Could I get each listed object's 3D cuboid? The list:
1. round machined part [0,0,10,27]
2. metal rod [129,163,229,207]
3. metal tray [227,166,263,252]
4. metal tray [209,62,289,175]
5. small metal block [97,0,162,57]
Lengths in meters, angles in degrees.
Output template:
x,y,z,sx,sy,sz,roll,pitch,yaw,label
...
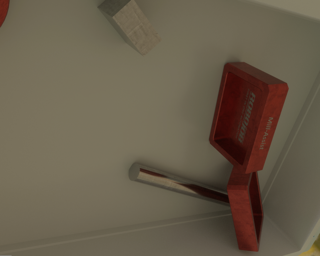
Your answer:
x,y,z,sx,sy,sz,roll,pitch,yaw,label
-0.163,-0.101,0.230,0.099,0.042,0.097,-29,141,-26,round machined part
0.075,0.108,0.518,0.302,0.025,0.025,23,106,-37,metal rod
0.143,0.123,0.509,0.090,0.030,0.129,-50,131,-54,metal tray
0.114,-0.014,0.422,0.030,0.090,0.129,-8,122,-25,metal tray
-0.031,-0.105,0.312,0.025,0.050,0.050,-43,130,1,small metal block
